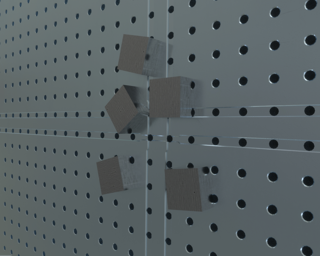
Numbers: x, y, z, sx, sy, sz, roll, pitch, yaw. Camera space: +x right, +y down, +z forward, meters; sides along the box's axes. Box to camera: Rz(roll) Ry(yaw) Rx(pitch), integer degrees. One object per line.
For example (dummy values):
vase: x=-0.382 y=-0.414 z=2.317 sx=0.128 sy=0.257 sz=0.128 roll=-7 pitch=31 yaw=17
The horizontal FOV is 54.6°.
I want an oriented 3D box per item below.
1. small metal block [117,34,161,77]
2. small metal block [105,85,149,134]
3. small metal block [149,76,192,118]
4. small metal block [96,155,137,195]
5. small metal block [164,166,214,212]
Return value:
small metal block: x=-0.030 y=-0.102 z=0.435 sx=0.050 sy=0.025 sz=0.050 roll=20 pitch=103 yaw=38
small metal block: x=-0.048 y=-0.026 z=0.450 sx=0.050 sy=0.025 sz=0.050 roll=-44 pitch=64 yaw=31
small metal block: x=0.013 y=-0.038 z=0.399 sx=0.050 sy=0.025 sz=0.050 roll=1 pitch=91 yaw=40
small metal block: x=-0.066 y=0.070 z=0.465 sx=0.050 sy=0.025 sz=0.050 roll=-19 pitch=78 yaw=38
small metal block: x=0.035 y=0.074 z=0.381 sx=0.050 sy=0.025 sz=0.050 roll=-9 pitch=85 yaw=39
